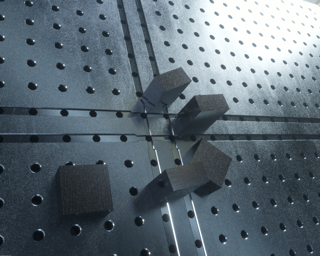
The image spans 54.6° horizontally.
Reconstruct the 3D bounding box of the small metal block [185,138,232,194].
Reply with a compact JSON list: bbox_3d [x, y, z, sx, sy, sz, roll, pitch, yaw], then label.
[{"bbox_3d":[0.062,0.050,0.411,0.050,0.025,0.050,35,51,-5],"label":"small metal block"}]

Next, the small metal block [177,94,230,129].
[{"bbox_3d":[0.061,-0.023,0.438,0.050,0.050,0.025,-7,65,-31],"label":"small metal block"}]

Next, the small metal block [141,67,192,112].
[{"bbox_3d":[0.008,-0.053,0.429,0.050,0.050,0.025,-27,77,-37],"label":"small metal block"}]

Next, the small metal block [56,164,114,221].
[{"bbox_3d":[-0.080,0.066,0.324,0.050,0.025,0.050,1,61,-28],"label":"small metal block"}]

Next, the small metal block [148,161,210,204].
[{"bbox_3d":[0.021,0.064,0.364,0.050,0.050,0.025,-8,66,-32],"label":"small metal block"}]
